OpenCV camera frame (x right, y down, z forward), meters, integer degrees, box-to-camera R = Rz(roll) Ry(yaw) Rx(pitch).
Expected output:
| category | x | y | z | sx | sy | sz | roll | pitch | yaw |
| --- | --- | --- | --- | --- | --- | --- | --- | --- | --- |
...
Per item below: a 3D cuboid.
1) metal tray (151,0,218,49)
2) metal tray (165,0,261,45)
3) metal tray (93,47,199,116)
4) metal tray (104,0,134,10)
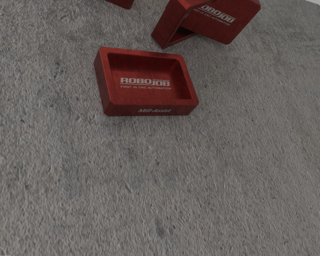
| category | x | y | z | sx | sy | sz | roll | pitch | yaw |
| --- | --- | --- | --- | --- | --- | --- | --- | --- | --- |
| metal tray | 0.054 | -0.185 | 0.503 | 0.131 | 0.090 | 0.030 | -34 | 81 | -38 |
| metal tray | 0.086 | -0.197 | 0.510 | 0.131 | 0.090 | 0.030 | 13 | 52 | -25 |
| metal tray | -0.018 | -0.063 | 0.428 | 0.131 | 0.030 | 0.090 | -2 | 63 | -29 |
| metal tray | -0.100 | -0.255 | 0.502 | 0.131 | 0.030 | 0.090 | 16 | 55 | -19 |
